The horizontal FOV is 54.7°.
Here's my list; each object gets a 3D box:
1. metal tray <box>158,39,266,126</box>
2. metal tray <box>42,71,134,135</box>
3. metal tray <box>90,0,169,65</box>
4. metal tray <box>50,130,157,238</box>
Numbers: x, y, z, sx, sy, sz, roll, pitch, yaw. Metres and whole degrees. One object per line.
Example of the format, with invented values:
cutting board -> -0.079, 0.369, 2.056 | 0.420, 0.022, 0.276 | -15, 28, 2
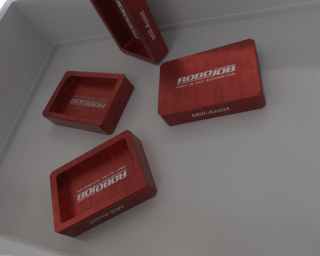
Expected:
metal tray -> 0.064, -0.058, 0.405 | 0.130, 0.030, 0.090 | -11, 57, 22
metal tray -> -0.115, -0.043, 0.489 | 0.130, 0.030, 0.090 | 9, 66, 32
metal tray -> -0.048, -0.160, 0.460 | 0.090, 0.130, 0.030 | 28, 72, 37
metal tray -> -0.077, 0.071, 0.399 | 0.130, 0.030, 0.090 | -29, 52, 9
